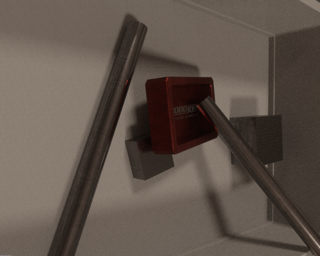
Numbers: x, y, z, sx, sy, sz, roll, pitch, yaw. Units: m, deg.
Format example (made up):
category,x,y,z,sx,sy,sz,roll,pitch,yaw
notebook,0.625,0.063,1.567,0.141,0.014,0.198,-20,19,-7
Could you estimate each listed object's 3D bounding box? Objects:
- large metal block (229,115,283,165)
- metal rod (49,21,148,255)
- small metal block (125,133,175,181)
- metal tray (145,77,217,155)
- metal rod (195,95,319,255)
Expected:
category,x,y,z,sx,sy,sz,roll,pitch,yaw
large metal block,0.167,0.019,0.533,0.081,0.050,0.079,-6,94,-40
metal rod,-0.068,0.014,0.351,0.025,0.025,0.299,26,73,-37
small metal block,-0.013,0.033,0.398,0.050,0.025,0.050,-20,103,-38
metal tray,0.034,-0.021,0.410,0.131,0.030,0.089,-14,99,-56
metal rod,0.153,0.077,0.445,0.300,0.025,0.025,51,58,-4
